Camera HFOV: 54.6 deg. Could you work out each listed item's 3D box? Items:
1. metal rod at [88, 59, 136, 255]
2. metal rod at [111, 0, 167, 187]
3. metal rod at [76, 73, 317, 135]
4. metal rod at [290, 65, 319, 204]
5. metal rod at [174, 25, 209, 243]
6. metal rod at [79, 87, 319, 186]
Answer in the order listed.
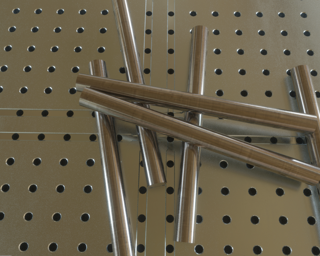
[{"bbox_3d":[-0.062,0.047,0.394,0.025,0.025,0.299,-10,70,-4],"label":"metal rod"},{"bbox_3d":[-0.034,-0.067,0.435,0.025,0.025,0.299,-11,70,-4],"label":"metal rod"},{"bbox_3d":[0.043,-0.032,0.395,0.301,0.025,0.025,11,70,3],"label":"metal rod"},{"bbox_3d":[0.208,0.057,0.392,0.025,0.025,0.299,-3,70,-1],"label":"metal rod"},{"bbox_3d":[0.044,-0.006,0.414,0.025,0.025,0.299,6,70,2],"label":"metal rod"},{"bbox_3d":[0.048,0.010,0.381,0.301,0.025,0.025,19,71,1],"label":"metal rod"}]
